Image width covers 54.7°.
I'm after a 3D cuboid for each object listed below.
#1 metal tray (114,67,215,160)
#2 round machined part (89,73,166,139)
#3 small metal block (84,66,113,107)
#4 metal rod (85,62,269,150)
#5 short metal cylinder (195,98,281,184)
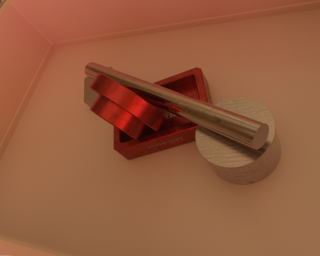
[{"bbox_3d":[0.003,-0.019,0.408,0.130,0.030,0.090,-17,55,17],"label":"metal tray"},{"bbox_3d":[-0.045,-0.021,0.375,0.098,0.098,0.042,31,87,37],"label":"round machined part"},{"bbox_3d":[-0.091,-0.062,0.488,0.050,0.025,0.050,-20,54,16],"label":"small metal block"},{"bbox_3d":[-0.008,-0.041,0.379,0.300,0.025,0.025,27,76,43],"label":"metal rod"},{"bbox_3d":[0.085,0.014,0.334,0.080,0.050,0.080,-13,56,20],"label":"short metal cylinder"}]
